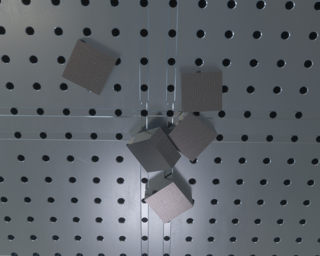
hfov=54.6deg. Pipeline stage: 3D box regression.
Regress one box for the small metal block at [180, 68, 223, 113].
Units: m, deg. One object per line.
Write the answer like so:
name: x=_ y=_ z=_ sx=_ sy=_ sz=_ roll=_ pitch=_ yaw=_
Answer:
small metal block: x=0.052 y=-0.048 z=0.396 sx=0.050 sy=0.025 sz=0.050 roll=-3 pitch=110 yaw=1

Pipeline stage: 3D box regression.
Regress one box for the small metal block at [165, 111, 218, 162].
small metal block: x=0.041 y=0.008 z=0.417 sx=0.050 sy=0.025 sz=0.050 roll=38 pitch=106 yaw=-13

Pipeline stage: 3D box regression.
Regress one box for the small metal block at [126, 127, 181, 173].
small metal block: x=-0.009 y=0.030 z=0.411 sx=0.050 sy=0.025 sz=0.050 roll=-17 pitch=115 yaw=47

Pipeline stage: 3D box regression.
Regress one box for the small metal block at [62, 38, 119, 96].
small metal block: x=-0.085 y=-0.076 z=0.385 sx=0.050 sy=0.025 sz=0.050 roll=27 pitch=108 yaw=-10

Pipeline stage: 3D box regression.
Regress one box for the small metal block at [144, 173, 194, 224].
small metal block: x=0.013 y=0.103 z=0.451 sx=0.050 sy=0.025 sz=0.050 roll=-34 pitch=107 yaw=11
